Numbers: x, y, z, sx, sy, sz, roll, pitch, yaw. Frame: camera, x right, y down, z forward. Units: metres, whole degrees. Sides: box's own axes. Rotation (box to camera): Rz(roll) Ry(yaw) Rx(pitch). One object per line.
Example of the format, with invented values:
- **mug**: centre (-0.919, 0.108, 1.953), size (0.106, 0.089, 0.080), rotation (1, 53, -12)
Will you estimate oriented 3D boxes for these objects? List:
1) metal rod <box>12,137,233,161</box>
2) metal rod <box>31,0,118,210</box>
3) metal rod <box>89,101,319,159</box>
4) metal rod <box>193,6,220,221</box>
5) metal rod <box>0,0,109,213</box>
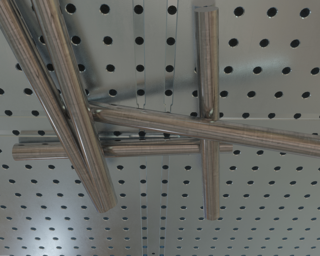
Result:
- **metal rod**: centre (-0.052, 0.028, 0.435), size (0.302, 0.025, 0.025), rotation (-2, 130, 1)
- **metal rod**: centre (-0.093, -0.023, 0.357), size (0.025, 0.025, 0.298), rotation (-7, 120, 5)
- **metal rod**: centre (0.043, -0.001, 0.360), size (0.301, 0.025, 0.025), rotation (9, 131, 12)
- **metal rod**: centre (0.062, 0.006, 0.390), size (0.025, 0.025, 0.298), rotation (-5, 122, 4)
- **metal rod**: centre (-0.120, -0.004, 0.382), size (0.025, 0.025, 0.298), rotation (-11, 122, 9)
